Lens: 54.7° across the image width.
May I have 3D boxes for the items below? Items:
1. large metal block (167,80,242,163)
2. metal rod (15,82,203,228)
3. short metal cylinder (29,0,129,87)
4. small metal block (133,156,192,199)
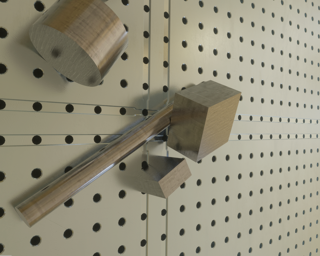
[{"bbox_3d":[0.059,-0.012,0.420,0.081,0.050,0.079,-25,133,-44],"label":"large metal block"},{"bbox_3d":[-0.032,0.014,0.384,0.302,0.025,0.025,-36,112,-34],"label":"metal rod"},{"bbox_3d":[-0.079,-0.087,0.308,0.080,0.080,0.050,46,63,-31],"label":"short metal cylinder"},{"bbox_3d":[0.003,0.061,0.398,0.050,0.050,0.025,-36,112,-35],"label":"small metal block"}]
